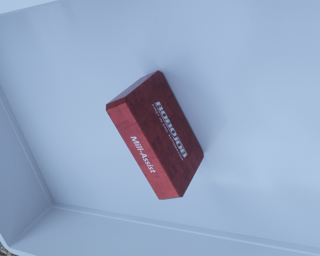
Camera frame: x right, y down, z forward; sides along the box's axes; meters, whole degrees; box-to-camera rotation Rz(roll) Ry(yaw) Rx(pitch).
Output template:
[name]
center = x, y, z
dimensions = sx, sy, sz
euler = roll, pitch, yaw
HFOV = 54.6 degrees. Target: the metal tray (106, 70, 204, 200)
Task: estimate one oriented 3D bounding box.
[metal tray]
center = 0.000, 0.007, 0.368
dimensions = 0.030, 0.090, 0.130
euler = -17, 110, 34
